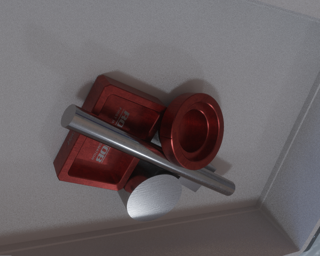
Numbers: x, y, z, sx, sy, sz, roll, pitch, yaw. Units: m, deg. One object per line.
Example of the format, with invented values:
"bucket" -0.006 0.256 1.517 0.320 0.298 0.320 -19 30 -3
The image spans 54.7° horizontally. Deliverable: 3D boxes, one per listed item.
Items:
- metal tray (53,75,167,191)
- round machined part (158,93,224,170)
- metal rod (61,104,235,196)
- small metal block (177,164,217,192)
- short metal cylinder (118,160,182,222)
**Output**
"metal tray" -0.060 0.011 0.378 0.091 0.030 0.129 20 108 -36
"round machined part" 0.036 0.003 0.403 0.099 0.042 0.097 -7 101 -41
"metal rod" 0.010 0.043 0.403 0.301 0.025 0.025 29 102 -40
"small metal block" 0.051 0.065 0.476 0.050 0.025 0.050 -49 129 6
"short metal cylinder" -0.017 0.083 0.433 0.081 0.050 0.079 -14 125 -21
